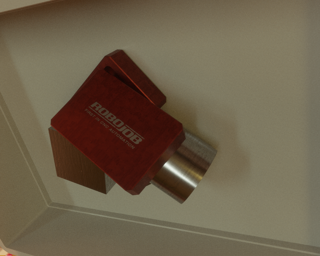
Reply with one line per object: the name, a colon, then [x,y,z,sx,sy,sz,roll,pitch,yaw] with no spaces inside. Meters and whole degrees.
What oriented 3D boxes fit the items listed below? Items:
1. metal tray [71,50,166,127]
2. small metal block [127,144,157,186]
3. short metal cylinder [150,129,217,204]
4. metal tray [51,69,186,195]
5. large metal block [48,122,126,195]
metal tray: [-0.065,-0.030,0.417,0.090,0.030,0.129,47,129,-5]
small metal block: [-0.017,0.051,0.446,0.050,0.025,0.050,-32,101,38]
short metal cylinder: [0.027,0.046,0.385,0.050,0.080,0.079,34,129,5]
metal tray: [-0.048,0.001,0.352,0.130,0.090,0.030,36,168,22]
large metal block: [-0.095,0.032,0.417,0.080,0.050,0.079,15,125,19]
